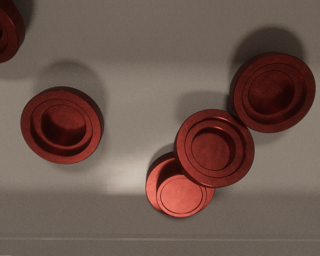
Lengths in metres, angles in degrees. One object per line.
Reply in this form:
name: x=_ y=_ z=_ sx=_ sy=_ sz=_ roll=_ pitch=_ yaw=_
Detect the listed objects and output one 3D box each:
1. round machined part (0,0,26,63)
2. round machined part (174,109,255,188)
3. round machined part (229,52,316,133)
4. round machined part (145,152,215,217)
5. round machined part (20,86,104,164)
round machined part: x=-0.198 y=-0.122 z=0.340 sx=0.099 sy=0.042 sz=0.097 roll=4 pitch=140 yaw=3
round machined part: x=0.066 y=0.028 z=0.397 sx=0.099 sy=0.042 sz=0.098 roll=2 pitch=74 yaw=-6
round machined part: x=0.136 y=-0.046 z=0.387 sx=0.099 sy=0.042 sz=0.097 roll=0 pitch=110 yaw=-1
round machined part: x=0.029 y=0.084 z=0.434 sx=0.099 sy=0.042 sz=0.097 roll=0 pitch=110 yaw=-1
round machined part: x=-0.121 y=-0.006 z=0.398 sx=0.099 sy=0.042 sz=0.097 roll=0 pitch=110 yaw=-1
